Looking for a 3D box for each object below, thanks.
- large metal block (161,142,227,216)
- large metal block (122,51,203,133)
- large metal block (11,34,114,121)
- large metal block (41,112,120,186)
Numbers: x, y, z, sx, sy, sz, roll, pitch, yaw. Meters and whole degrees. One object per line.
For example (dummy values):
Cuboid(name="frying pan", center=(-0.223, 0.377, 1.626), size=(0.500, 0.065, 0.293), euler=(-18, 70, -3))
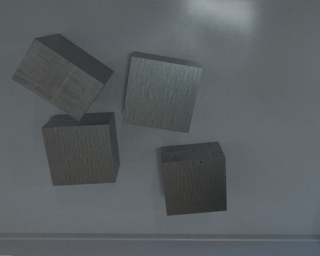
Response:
Cuboid(name="large metal block", center=(0.045, 0.068, 0.424), size=(0.080, 0.050, 0.079), euler=(-5, 110, 1))
Cuboid(name="large metal block", center=(0.001, -0.045, 0.381), size=(0.081, 0.050, 0.079), euler=(9, 110, -4))
Cuboid(name="large metal block", center=(-0.106, -0.062, 0.358), size=(0.080, 0.080, 0.050), euler=(34, 106, -12))
Cuboid(name="large metal block", center=(-0.099, 0.026, 0.406), size=(0.081, 0.050, 0.079), euler=(-3, 110, 0))
